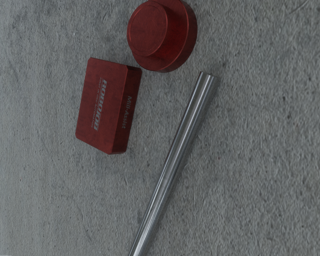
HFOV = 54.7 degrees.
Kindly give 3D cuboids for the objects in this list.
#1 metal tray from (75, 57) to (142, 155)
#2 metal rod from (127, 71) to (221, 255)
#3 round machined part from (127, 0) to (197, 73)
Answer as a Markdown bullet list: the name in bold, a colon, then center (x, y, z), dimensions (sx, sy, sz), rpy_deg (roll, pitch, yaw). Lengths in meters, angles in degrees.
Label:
- **metal tray**: center (-0.080, -0.035, 0.468), dimensions (0.090, 0.030, 0.129), rpy_deg (20, 103, 38)
- **metal rod**: center (0.008, 0.072, 0.398), dimensions (0.025, 0.025, 0.298), rpy_deg (33, 110, 35)
- **round machined part**: center (-0.005, -0.122, 0.398), dimensions (0.098, 0.042, 0.097), rpy_deg (0, 90, 40)
